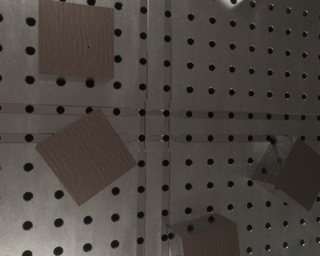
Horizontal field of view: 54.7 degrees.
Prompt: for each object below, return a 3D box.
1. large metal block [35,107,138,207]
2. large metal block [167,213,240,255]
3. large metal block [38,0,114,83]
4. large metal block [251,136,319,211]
[{"bbox_3d":[-0.087,0.032,0.368,0.080,0.050,0.080,-35,102,-17],"label":"large metal block"},{"bbox_3d":[0.061,0.171,0.424,0.081,0.050,0.079,-8,93,-20],"label":"large metal block"},{"bbox_3d":[-0.099,-0.097,0.363,0.081,0.050,0.079,0,90,-21],"label":"large metal block"},{"bbox_3d":[0.202,0.068,0.476,0.080,0.050,0.080,36,78,-17],"label":"large metal block"}]
